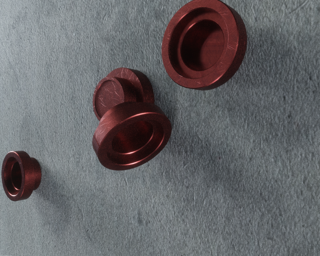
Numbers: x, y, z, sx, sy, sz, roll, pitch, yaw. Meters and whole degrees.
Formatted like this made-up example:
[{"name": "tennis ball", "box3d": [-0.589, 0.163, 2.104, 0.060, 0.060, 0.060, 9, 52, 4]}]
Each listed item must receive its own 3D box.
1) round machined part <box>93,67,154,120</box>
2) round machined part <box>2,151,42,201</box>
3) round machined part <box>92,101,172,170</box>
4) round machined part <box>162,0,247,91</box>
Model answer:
[{"name": "round machined part", "box3d": [-0.058, -0.038, 0.442, 0.098, 0.042, 0.097, 0, 90, 40]}, {"name": "round machined part", "box3d": [-0.275, 0.094, 0.621, 0.098, 0.042, 0.097, 0, 90, 40]}, {"name": "round machined part", "box3d": [-0.038, 0.005, 0.390, 0.097, 0.099, 0.042, -56, 49, 25]}, {"name": "round machined part", "box3d": [0.053, -0.091, 0.350, 0.098, 0.042, 0.097, 0, 90, 40]}]
